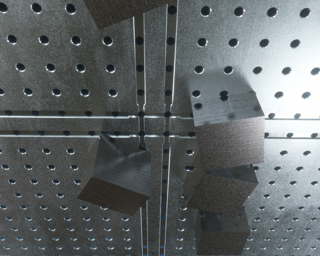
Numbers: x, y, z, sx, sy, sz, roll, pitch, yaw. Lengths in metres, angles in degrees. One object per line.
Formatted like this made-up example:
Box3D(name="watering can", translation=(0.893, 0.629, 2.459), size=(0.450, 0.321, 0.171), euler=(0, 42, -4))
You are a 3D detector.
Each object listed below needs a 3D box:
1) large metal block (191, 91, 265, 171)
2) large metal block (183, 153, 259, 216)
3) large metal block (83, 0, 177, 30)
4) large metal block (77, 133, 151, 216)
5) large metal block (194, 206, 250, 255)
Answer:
Box3D(name="large metal block", translation=(0.088, 0.006, 0.402), size=(0.080, 0.050, 0.080), euler=(-9, 130, 7))
Box3D(name="large metal block", translation=(0.087, 0.083, 0.467), size=(0.081, 0.050, 0.079), euler=(12, 129, -11))
Box3D(name="large metal block", translation=(-0.033, -0.145, 0.271), size=(0.080, 0.050, 0.080), euler=(-16, 129, 13))
Box3D(name="large metal block", translation=(-0.060, 0.064, 0.429), size=(0.080, 0.080, 0.050), euler=(24, 126, -20))
Box3D(name="large metal block", translation=(0.108, 0.184, 0.554), size=(0.081, 0.050, 0.079), euler=(1, 130, -2))
